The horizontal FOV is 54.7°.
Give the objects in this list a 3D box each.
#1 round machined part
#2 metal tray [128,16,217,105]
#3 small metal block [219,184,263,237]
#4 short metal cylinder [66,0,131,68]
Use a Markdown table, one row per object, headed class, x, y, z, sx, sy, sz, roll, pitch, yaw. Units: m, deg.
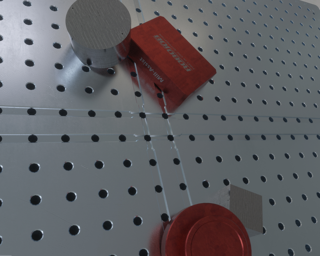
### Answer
| class | x | y | z | sx | sy | sz | roll | pitch | yaw |
| --- | --- | --- | --- | --- | --- | --- | --- | --- | --- |
| round machined part | 0.054 | 0.130 | 0.332 | 0.099 | 0.042 | 0.098 | 5 | 69 | -12 |
| metal tray | 0.015 | -0.107 | 0.478 | 0.130 | 0.030 | 0.091 | 46 | 51 | 4 |
| small metal block | 0.104 | 0.107 | 0.399 | 0.050 | 0.025 | 0.050 | 22 | 53 | -15 |
| short metal cylinder | -0.079 | -0.127 | 0.409 | 0.081 | 0.050 | 0.080 | 2 | 74 | -6 |
